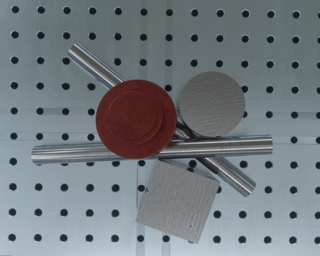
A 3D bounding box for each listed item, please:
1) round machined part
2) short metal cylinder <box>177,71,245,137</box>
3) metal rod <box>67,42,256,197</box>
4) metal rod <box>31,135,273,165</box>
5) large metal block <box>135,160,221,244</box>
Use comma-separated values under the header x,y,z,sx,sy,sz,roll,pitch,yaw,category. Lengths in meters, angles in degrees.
x,y,z,sx,sy,sz,roll,pitch,yaw,category
-0.029,-0.011,0.371,0.099,0.042,0.097,-1,81,5,round machined part
0.064,-0.029,0.401,0.081,0.050,0.079,0,90,-1,short metal cylinder
0.003,-0.011,0.414,0.300,0.025,0.025,38,90,-1,metal rod
-0.015,0.028,0.395,0.302,0.025,0.025,-3,90,7,metal rod
0.022,0.089,0.399,0.080,0.050,0.080,20,90,-1,large metal block
